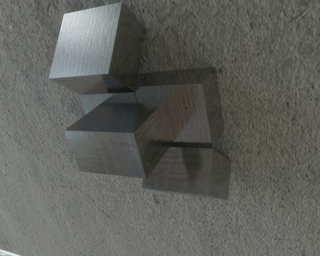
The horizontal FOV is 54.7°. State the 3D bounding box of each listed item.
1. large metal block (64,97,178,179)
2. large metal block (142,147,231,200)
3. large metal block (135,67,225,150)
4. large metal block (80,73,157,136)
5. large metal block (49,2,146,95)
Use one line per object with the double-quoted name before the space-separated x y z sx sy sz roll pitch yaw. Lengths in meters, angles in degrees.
"large metal block" -0.037 0.006 0.331 0.080 0.080 0.050 1 119 27
"large metal block" 0.036 0.056 0.380 0.080 0.080 0.050 1 75 27
"large metal block" 0.025 -0.022 0.362 0.080 0.050 0.079 1 119 27
"large metal block" -0.047 -0.022 0.399 0.080 0.050 0.079 1 119 27
"large metal block" -0.068 -0.085 0.347 0.080 0.050 0.080 1 75 28
